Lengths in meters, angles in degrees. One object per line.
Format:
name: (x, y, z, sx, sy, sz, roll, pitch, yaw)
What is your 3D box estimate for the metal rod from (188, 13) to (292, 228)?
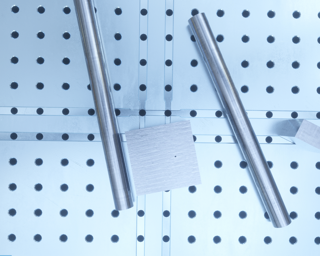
metal rod: (0.106, -0.010, 0.414, 0.025, 0.025, 0.299, -23, 90, 0)

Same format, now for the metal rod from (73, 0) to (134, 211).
metal rod: (-0.076, -0.040, 0.412, 0.025, 0.025, 0.298, -11, 90, 0)

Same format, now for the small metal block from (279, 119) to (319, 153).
small metal block: (0.193, 0.011, 0.404, 0.050, 0.050, 0.025, 27, 90, -1)

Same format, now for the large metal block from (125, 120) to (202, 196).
large metal block: (0.004, 0.036, 0.401, 0.080, 0.050, 0.080, -10, 90, -1)
